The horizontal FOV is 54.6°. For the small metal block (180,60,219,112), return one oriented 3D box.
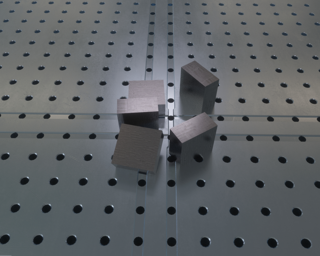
[{"bbox_3d":[0.054,-0.059,0.442,0.025,0.050,0.050,-30,56,-22],"label":"small metal block"}]

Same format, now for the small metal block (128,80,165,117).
[{"bbox_3d":[-0.019,-0.042,0.443,0.050,0.025,0.050,-2,50,-2],"label":"small metal block"}]

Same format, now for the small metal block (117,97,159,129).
[{"bbox_3d":[-0.028,-0.012,0.402,0.050,0.050,0.025,-4,50,-3],"label":"small metal block"}]

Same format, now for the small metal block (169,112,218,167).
[{"bbox_3d":[0.040,0.015,0.379,0.050,0.050,0.025,-25,55,-20],"label":"small metal block"}]

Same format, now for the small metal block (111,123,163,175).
[{"bbox_3d":[-0.026,0.026,0.375,0.050,0.025,0.050,10,73,8],"label":"small metal block"}]
